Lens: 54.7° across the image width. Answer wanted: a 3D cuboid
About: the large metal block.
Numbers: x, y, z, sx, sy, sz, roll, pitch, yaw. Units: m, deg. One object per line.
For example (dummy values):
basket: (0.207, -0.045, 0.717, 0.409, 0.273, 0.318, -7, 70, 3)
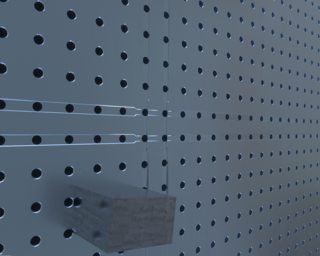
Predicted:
large metal block: (-0.041, 0.095, 0.341, 0.081, 0.080, 0.050, 10, 84, -40)
